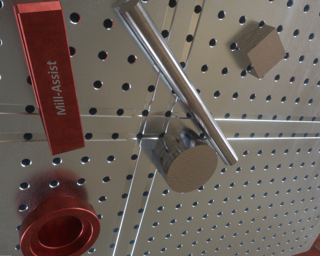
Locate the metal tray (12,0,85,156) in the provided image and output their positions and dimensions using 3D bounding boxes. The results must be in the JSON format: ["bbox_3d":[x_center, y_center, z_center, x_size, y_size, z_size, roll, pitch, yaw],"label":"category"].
[{"bbox_3d":[-0.102,-0.052,0.281,0.030,0.090,0.129,-14,125,-21],"label":"metal tray"}]

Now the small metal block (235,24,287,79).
[{"bbox_3d":[0.139,-0.105,0.425,0.050,0.025,0.050,-43,130,1],"label":"small metal block"}]

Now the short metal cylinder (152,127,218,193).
[{"bbox_3d":[0.035,0.046,0.444,0.081,0.050,0.079,-14,125,-21],"label":"short metal cylinder"}]

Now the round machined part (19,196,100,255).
[{"bbox_3d":[-0.133,0.130,0.409,0.099,0.042,0.097,-14,125,-21],"label":"round machined part"}]

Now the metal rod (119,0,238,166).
[{"bbox_3d":[0.042,-0.037,0.412,0.025,0.025,0.300,-41,130,-1],"label":"metal rod"}]
